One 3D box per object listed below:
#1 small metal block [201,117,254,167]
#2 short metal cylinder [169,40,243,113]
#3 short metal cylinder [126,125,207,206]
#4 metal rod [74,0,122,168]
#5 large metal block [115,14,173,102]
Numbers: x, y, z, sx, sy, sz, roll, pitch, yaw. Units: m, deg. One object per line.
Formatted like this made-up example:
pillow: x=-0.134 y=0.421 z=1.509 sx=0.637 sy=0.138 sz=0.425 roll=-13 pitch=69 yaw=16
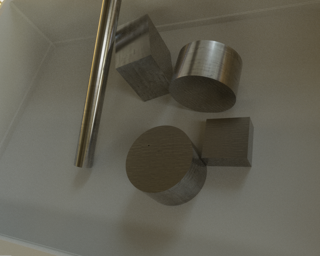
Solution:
small metal block: x=0.078 y=0.016 z=0.354 sx=0.050 sy=0.025 sz=0.050 roll=-2 pitch=61 yaw=26
short metal cylinder: x=0.056 y=-0.060 z=0.377 sx=0.080 sy=0.080 sz=0.050 roll=2 pitch=63 yaw=29
short metal cylinder: x=0.008 y=0.044 z=0.358 sx=0.080 sy=0.050 sz=0.080 roll=-13 pitch=56 yaw=20
metal rod: x=-0.080 y=-0.094 z=0.423 sx=0.025 sy=0.025 sz=0.298 roll=12 pitch=93 yaw=33
large metal block: x=-0.020 y=-0.097 z=0.439 sx=0.050 sy=0.080 sz=0.080 roll=-17 pitch=55 yaw=18
